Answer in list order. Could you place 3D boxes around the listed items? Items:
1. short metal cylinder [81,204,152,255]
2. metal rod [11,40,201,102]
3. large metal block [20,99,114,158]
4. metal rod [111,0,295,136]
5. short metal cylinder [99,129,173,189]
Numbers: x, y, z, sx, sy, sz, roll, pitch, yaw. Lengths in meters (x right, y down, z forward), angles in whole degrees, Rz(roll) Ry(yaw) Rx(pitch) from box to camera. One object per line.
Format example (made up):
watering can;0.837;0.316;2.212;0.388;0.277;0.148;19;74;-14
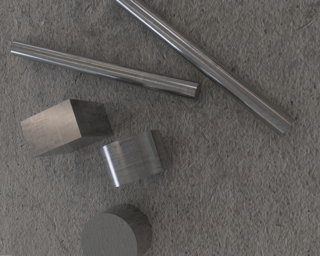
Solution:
short metal cylinder;-0.057;0.148;0.416;0.080;0.050;0.080;0;90;20
metal rod;-0.089;-0.085;0.440;0.301;0.025;0.025;16;96;19
large metal block;-0.124;0.001;0.423;0.080;0.080;0.050;-22;83;18
metal rod;0.039;-0.097;0.395;0.300;0.025;0.025;42;103;15
short metal cylinder;-0.030;0.039;0.390;0.080;0.080;0.050;-21;83;19
